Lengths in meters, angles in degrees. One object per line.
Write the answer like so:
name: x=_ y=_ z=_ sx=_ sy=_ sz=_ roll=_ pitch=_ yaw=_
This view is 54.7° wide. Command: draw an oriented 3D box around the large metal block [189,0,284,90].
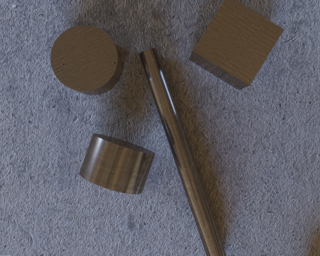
large metal block: x=0.095 y=-0.106 z=0.399 sx=0.080 sy=0.050 sz=0.080 roll=31 pitch=90 yaw=-1

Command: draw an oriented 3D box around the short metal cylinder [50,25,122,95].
short metal cylinder: x=-0.091 y=-0.084 z=0.396 sx=0.081 sy=0.050 sz=0.079 roll=0 pitch=90 yaw=-1

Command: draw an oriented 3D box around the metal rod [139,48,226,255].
metal rod: x=0.031 y=0.041 z=0.410 sx=0.025 sy=0.025 sz=0.298 roll=-19 pitch=90 yaw=0

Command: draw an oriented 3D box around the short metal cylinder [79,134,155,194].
short metal cylinder: x=-0.052 y=0.043 z=0.382 sx=0.080 sy=0.080 sz=0.050 roll=19 pitch=90 yaw=-1
